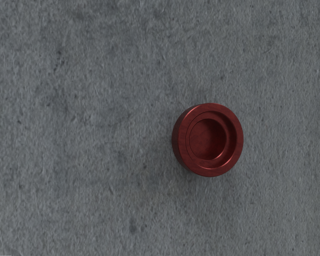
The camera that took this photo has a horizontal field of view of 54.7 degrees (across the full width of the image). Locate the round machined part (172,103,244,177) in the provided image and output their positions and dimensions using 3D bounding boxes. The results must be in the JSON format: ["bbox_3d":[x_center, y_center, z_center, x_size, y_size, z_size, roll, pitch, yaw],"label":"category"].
[{"bbox_3d":[0.061,0.016,0.424,0.099,0.042,0.097,0,90,-21],"label":"round machined part"}]
